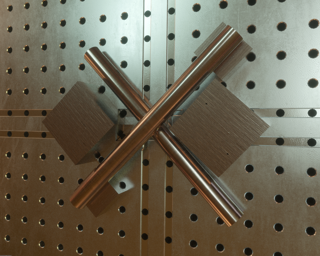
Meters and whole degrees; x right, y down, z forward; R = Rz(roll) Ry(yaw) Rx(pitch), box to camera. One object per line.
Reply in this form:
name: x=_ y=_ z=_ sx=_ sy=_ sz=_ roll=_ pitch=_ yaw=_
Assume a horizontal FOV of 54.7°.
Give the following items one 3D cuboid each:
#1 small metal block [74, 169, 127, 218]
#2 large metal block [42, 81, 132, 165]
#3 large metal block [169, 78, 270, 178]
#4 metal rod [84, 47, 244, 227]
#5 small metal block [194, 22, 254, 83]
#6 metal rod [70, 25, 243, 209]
small metal block: x=-0.085 y=0.090 z=0.442 sx=0.050 sy=0.025 sz=0.050 roll=46 pitch=104 yaw=14
large metal block: x=-0.102 y=-0.007 z=0.436 sx=0.080 sy=0.050 sz=0.080 roll=-45 pitch=76 yaw=14
large metal block: x=0.073 y=0.000 z=0.374 sx=0.080 sy=0.050 sz=0.080 roll=45 pitch=104 yaw=14
metal rod: x=-0.003 y=0.002 z=0.413 sx=0.025 sy=0.025 sz=0.300 roll=-44 pitch=76 yaw=15
small metal block: x=0.079 y=-0.093 z=0.385 sx=0.050 sy=0.025 sz=0.050 roll=-46 pitch=76 yaw=14
metal rod: x=-0.014 y=-0.004 z=0.390 sx=0.299 sy=0.025 sz=0.025 roll=-47 pitch=76 yaw=14
